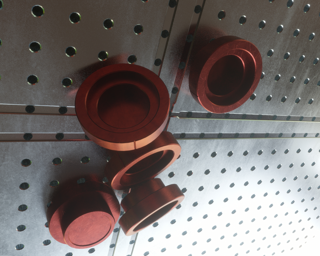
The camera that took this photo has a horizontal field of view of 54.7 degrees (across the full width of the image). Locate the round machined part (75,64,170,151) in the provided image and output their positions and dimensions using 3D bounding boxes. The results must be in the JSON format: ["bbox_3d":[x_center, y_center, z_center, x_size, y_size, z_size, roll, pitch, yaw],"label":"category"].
[{"bbox_3d":[-0.039,-0.019,0.340,0.099,0.098,0.042,-24,157,-14],"label":"round machined part"}]

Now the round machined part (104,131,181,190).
[{"bbox_3d":[-0.026,0.034,0.392,0.099,0.042,0.098,-27,156,-13],"label":"round machined part"}]

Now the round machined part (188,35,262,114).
[{"bbox_3d":[0.079,-0.071,0.402,0.099,0.042,0.097,-14,125,-21],"label":"round machined part"}]

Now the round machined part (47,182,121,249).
[{"bbox_3d":[-0.100,0.125,0.424,0.099,0.042,0.097,-14,125,-21],"label":"round machined part"}]

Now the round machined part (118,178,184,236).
[{"bbox_3d":[-0.017,0.108,0.442,0.099,0.042,0.098,-30,159,-13],"label":"round machined part"}]
